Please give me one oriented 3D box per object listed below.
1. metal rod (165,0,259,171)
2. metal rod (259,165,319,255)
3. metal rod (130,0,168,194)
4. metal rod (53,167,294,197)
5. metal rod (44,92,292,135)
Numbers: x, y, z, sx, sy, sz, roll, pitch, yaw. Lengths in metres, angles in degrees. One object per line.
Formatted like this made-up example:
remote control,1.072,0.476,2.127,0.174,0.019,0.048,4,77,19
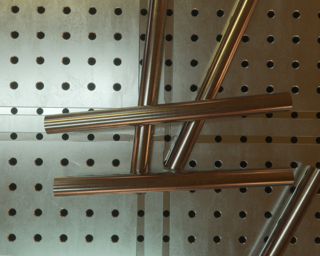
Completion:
metal rod,0.079,-0.083,0.414,0.025,0.025,0.299,24,90,-1
metal rod,0.139,0.187,0.415,0.025,0.025,0.299,29,90,-1
metal rod,-0.014,-0.063,0.413,0.025,0.025,0.298,6,90,-1
metal rod,0.024,0.068,0.394,0.302,0.025,0.025,-1,90,-8
metal rod,0.011,-0.019,0.387,0.302,0.025,0.025,-6,90,-1
